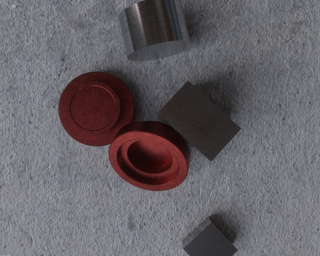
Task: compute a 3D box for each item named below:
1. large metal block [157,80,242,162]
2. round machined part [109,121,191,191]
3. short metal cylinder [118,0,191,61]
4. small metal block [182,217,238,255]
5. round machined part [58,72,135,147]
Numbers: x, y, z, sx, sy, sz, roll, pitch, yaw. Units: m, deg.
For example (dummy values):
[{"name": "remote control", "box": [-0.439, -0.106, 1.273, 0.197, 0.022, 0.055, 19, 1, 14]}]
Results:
[{"name": "large metal block", "box": [0.044, -0.008, 0.383, 0.080, 0.080, 0.050, 42, 90, -1]}, {"name": "round machined part", "box": [-0.010, 0.030, 0.385, 0.098, 0.042, 0.097, 8, 129, 10]}, {"name": "short metal cylinder", "box": [-0.006, -0.119, 0.382, 0.080, 0.080, 0.050, -13, 90, 0]}, {"name": "small metal block", "box": [0.065, 0.156, 0.411, 0.050, 0.025, 0.050, -43, 91, 0]}, {"name": "round machined part", "box": [-0.082, -0.025, 0.400, 0.099, 0.042, 0.097, 0, 90, -1]}]
